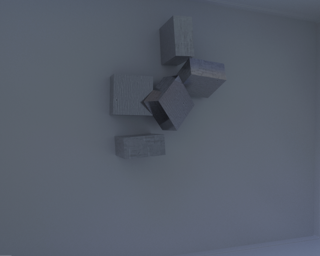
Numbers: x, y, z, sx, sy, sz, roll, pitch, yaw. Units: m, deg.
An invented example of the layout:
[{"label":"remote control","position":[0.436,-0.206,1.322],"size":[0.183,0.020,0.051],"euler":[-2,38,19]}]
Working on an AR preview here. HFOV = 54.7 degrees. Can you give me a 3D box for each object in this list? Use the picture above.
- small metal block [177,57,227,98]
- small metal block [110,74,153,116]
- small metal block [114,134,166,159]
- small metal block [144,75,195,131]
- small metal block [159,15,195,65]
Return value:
[{"label":"small metal block","position":[0.052,-0.065,0.413],"size":[0.050,0.050,0.025],"euler":[5,65,-20]},{"label":"small metal block","position":[-0.037,-0.041,0.397],"size":[0.050,0.025,0.050],"euler":[1,90,-20]},{"label":"small metal block","position":[-0.026,0.022,0.387],"size":[0.050,0.050,0.025],"euler":[-4,92,-20]},{"label":"small metal block","position":[0.013,-0.032,0.400],"size":[0.050,0.025,0.050],"euler":[-55,127,-31]},{"label":"small metal block","position":[0.021,-0.112,0.404],"size":[0.025,0.050,0.050],"euler":[-3,89,-20]}]
